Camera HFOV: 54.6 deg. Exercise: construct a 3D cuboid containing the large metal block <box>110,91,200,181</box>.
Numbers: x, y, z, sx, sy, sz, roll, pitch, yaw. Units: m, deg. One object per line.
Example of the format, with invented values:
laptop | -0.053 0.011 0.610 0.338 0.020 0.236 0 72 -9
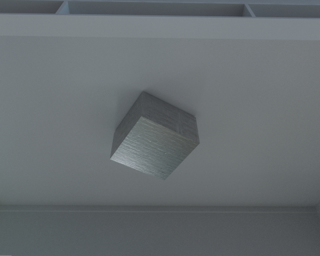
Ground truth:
large metal block | -0.008 0.013 0.399 0.080 0.050 0.080 25 125 -20
